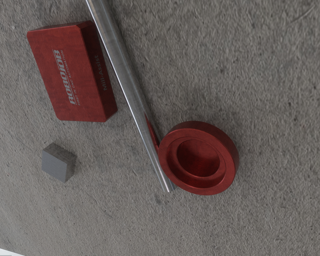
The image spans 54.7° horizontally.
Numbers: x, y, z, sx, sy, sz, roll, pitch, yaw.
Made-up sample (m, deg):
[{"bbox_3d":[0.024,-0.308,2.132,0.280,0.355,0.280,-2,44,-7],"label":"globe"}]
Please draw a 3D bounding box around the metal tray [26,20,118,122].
[{"bbox_3d":[-0.117,-0.073,0.420,0.090,0.030,0.129,3,120,26],"label":"metal tray"}]

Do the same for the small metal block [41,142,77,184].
[{"bbox_3d":[-0.176,0.060,0.537,0.050,0.025,0.050,27,128,10],"label":"small metal block"}]

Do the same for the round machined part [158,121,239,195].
[{"bbox_3d":[0.051,0.033,0.390,0.098,0.042,0.097,13,124,21],"label":"round machined part"}]

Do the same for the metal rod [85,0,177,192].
[{"bbox_3d":[-0.034,-0.044,0.397,0.025,0.025,0.299,-7,115,31],"label":"metal rod"}]
